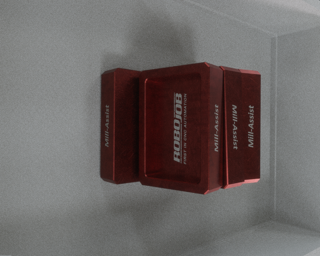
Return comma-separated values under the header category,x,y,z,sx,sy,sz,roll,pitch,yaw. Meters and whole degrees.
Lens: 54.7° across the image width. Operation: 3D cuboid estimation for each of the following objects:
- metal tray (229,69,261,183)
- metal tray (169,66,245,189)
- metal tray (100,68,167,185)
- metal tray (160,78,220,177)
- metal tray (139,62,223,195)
category,x,y,z,sx,sy,sz,roll,pitch,yaw
metal tray,0.083,-0.002,0.389,0.030,0.090,0.129,0,90,-26
metal tray,0.051,0.000,0.364,0.030,0.090,0.129,0,88,-40
metal tray,-0.025,-0.002,0.379,0.091,0.030,0.129,1,90,-40
metal tray,0.044,0.000,0.438,0.091,0.030,0.129,1,90,-40
metal tray,0.021,0.000,0.336,0.030,0.090,0.129,0,90,-53
